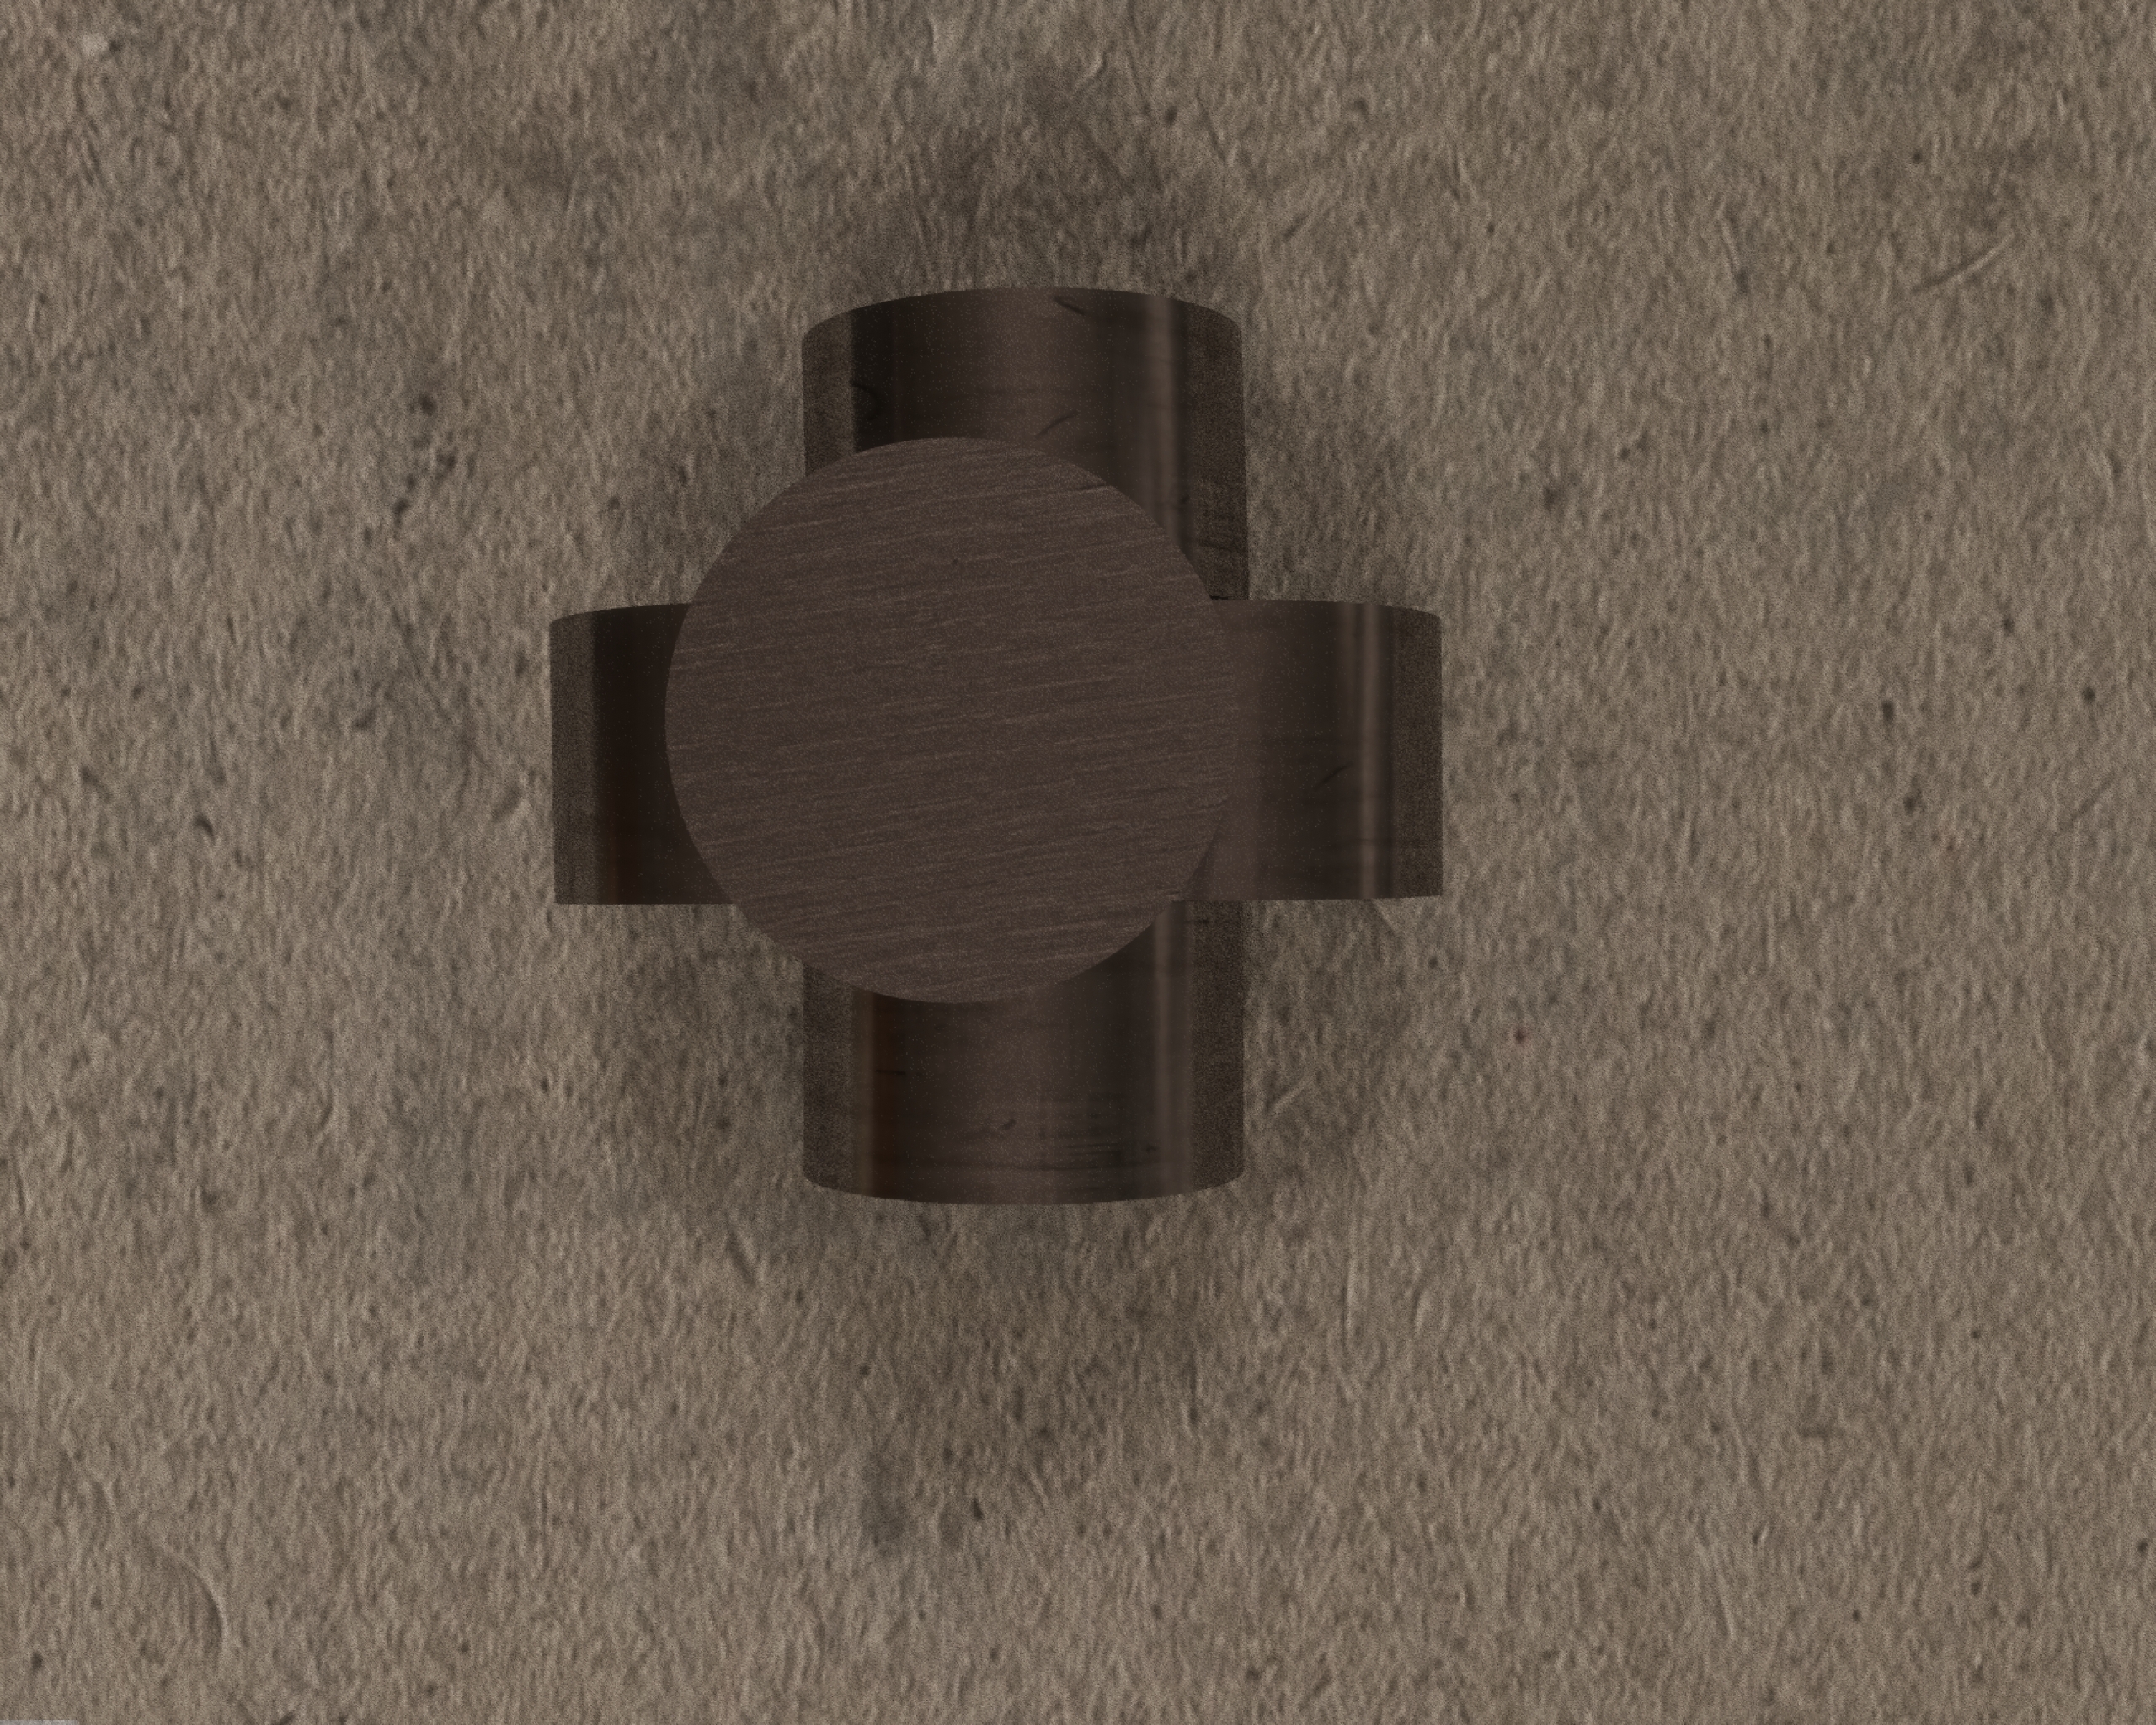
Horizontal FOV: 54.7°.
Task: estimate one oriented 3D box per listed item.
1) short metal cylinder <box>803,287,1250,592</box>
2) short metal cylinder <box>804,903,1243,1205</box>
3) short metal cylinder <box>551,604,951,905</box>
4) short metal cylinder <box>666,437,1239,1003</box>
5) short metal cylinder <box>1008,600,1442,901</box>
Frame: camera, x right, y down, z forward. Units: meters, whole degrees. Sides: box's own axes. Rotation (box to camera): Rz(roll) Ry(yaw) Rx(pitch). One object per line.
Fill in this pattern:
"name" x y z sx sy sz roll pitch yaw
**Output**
"short metal cylinder" -0.009 -0.070 0.383 0.081 0.080 0.050 -2 90 -1
"short metal cylinder" -0.010 0.031 0.383 0.081 0.080 0.050 0 90 -1
"short metal cylinder" -0.055 -0.018 0.383 0.081 0.080 0.050 -1 90 -1
"short metal cylinder" -0.018 -0.020 0.318 0.081 0.050 0.079 0 90 -1
"short metal cylinder" 0.026 -0.019 0.384 0.081 0.080 0.050 0 90 -1
